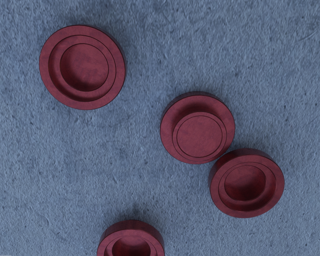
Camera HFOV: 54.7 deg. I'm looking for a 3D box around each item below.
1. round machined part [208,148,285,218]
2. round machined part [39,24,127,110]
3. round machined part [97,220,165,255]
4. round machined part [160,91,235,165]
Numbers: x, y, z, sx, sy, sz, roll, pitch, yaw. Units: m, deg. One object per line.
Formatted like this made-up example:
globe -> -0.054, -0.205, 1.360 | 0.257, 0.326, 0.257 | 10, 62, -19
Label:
round machined part -> 0.115, 0.072, 0.428 | 0.099, 0.042, 0.097 | 0, 110, 0
round machined part -> -0.089, -0.074, 0.373 | 0.099, 0.042, 0.097 | 0, 110, 0
round machined part -> -0.042, 0.178, 0.466 | 0.099, 0.042, 0.097 | 0, 110, 0
round machined part -> 0.049, 0.004, 0.403 | 0.099, 0.042, 0.097 | 0, 110, 0
